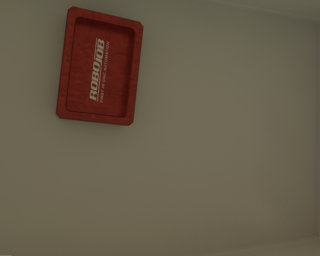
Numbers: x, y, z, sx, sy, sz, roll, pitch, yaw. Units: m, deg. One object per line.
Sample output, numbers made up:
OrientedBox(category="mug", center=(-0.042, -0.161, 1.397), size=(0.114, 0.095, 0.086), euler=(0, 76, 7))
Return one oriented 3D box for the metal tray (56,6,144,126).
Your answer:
OrientedBox(category="metal tray", center=(-0.074, -0.071, 0.380), size=(0.091, 0.030, 0.129), euler=(7, 88, -20))
